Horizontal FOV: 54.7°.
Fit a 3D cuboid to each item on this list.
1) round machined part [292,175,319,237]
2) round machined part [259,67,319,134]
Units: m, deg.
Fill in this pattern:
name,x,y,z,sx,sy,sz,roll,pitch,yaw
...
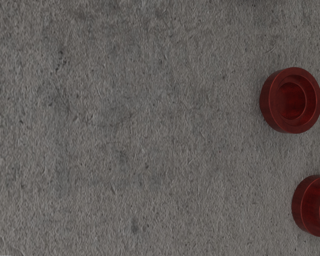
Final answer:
name,x,y,z,sx,sy,sz,roll,pitch,yaw
round machined part,0.266,0.127,0.498,0.099,0.042,0.097,0,90,-20
round machined part,0.192,-0.040,0.470,0.099,0.042,0.097,0,90,-20
